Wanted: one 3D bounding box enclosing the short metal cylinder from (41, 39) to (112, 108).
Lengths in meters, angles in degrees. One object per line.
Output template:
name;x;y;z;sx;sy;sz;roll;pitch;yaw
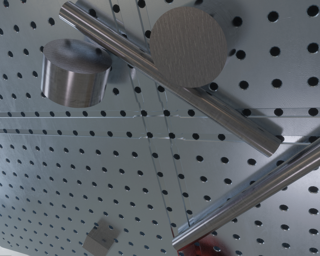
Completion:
short metal cylinder;-0.105;-0.070;0.388;0.080;0.080;0.050;29;128;10

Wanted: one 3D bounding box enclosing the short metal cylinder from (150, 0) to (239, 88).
short metal cylinder;0.036;-0.088;0.321;0.080;0.050;0.079;13;124;21

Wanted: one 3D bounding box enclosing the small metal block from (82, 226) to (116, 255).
small metal block;-0.123;0.232;0.620;0.050;0.025;0.050;32;129;7

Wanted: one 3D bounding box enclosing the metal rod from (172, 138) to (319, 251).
metal rod;0.106;0.104;0.419;0.025;0.025;0.298;41;129;0

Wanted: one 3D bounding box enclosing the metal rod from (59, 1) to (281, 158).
metal rod;0.008;-0.061;0.369;0.301;0.025;0.025;34;129;5
